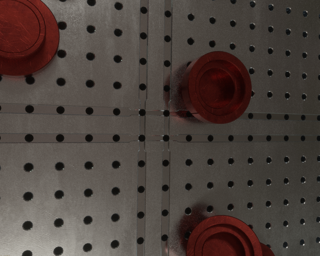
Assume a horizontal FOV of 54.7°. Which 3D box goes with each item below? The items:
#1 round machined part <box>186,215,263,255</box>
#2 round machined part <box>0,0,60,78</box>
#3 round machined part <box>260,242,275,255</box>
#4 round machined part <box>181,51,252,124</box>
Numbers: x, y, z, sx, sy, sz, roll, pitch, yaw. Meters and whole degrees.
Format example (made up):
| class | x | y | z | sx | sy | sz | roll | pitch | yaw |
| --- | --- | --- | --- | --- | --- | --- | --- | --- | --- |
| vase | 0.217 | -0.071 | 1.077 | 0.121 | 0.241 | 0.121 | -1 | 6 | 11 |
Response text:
| class | x | y | z | sx | sy | sz | roll | pitch | yaw |
| --- | --- | --- | --- | --- | --- | --- | --- | --- | --- |
| round machined part | 0.086 | 0.171 | 0.421 | 0.099 | 0.042 | 0.098 | -3 | 66 | 7 |
| round machined part | -0.163 | -0.107 | 0.343 | 0.099 | 0.042 | 0.097 | 0 | 90 | -21 |
| round machined part | 0.135 | 0.217 | 0.456 | 0.099 | 0.042 | 0.097 | 0 | 90 | -21 |
| round machined part | 0.075 | -0.054 | 0.432 | 0.099 | 0.042 | 0.097 | 0 | 90 | -21 |
